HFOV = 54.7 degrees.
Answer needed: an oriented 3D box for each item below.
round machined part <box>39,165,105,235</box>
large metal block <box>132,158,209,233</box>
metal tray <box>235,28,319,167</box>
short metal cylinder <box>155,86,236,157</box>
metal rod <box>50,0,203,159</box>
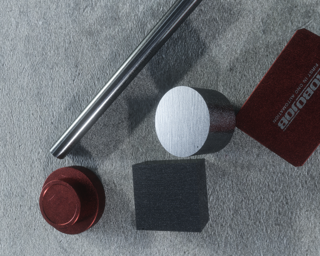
[{"bbox_3d":[-0.132,0.105,0.445,0.098,0.042,0.097,0,90,19],"label":"round machined part"},{"bbox_3d":[0.015,0.082,0.390,0.080,0.050,0.080,-4,89,19],"label":"large metal block"},{"bbox_3d":[0.157,-0.033,0.351,0.090,0.030,0.129,37,101,16],"label":"metal tray"},{"bbox_3d":[0.040,-0.008,0.366,0.080,0.050,0.079,1,92,44],"label":"short metal cylinder"},{"bbox_3d":[-0.052,-0.068,0.426,0.299,0.025,0.025,-46,76,13],"label":"metal rod"}]
